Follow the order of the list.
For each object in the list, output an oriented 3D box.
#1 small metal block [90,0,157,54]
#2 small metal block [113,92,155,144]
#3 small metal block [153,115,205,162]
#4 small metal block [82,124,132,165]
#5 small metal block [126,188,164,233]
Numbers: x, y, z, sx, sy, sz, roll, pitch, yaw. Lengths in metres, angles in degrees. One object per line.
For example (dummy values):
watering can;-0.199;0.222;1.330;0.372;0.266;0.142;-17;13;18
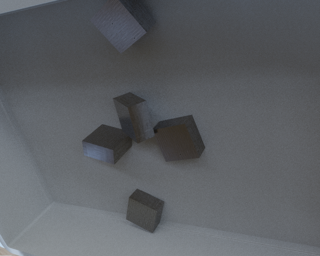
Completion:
small metal block;-0.041;-0.120;0.347;0.050;0.025;0.050;46;139;-18
small metal block;-0.034;-0.014;0.402;0.050;0.025;0.050;32;141;56
small metal block;0.024;0.014;0.405;0.050;0.025;0.050;-11;113;33
small metal block;-0.075;0.022;0.446;0.050;0.050;0.025;14;124;20
small metal block;-0.025;0.134;0.501;0.050;0.025;0.050;22;123;19
